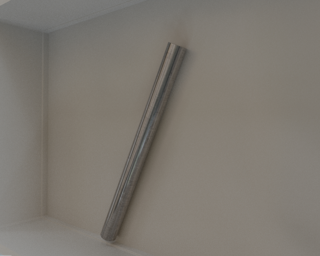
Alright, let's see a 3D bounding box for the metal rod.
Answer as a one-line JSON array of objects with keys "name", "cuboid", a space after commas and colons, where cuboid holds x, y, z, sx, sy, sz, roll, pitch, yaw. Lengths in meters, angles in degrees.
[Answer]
[{"name": "metal rod", "cuboid": [-0.028, 0.030, 0.431, 0.025, 0.025, 0.298, 32, 110, 35]}]
